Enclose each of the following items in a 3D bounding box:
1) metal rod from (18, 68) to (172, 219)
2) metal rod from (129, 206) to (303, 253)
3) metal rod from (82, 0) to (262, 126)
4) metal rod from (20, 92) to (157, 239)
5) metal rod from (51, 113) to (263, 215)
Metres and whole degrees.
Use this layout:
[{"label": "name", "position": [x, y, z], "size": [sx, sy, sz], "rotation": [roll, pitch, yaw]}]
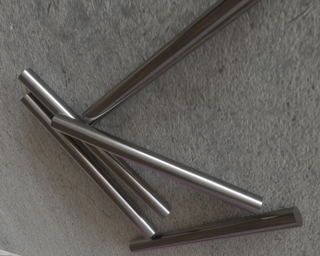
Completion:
[{"label": "metal rod", "position": [-0.096, 0.026, 0.471], "size": [0.300, 0.025, 0.025], "rotation": [45, 129, -4]}, {"label": "metal rod", "position": [0.062, 0.162, 0.472], "size": [0.299, 0.025, 0.025], "rotation": [-25, 105, 36]}, {"label": "metal rod", "position": [0.000, -0.075, 0.358], "size": [0.299, 0.025, 0.025], "rotation": [-31, 101, 37]}, {"label": "metal rod", "position": [-0.111, 0.064, 0.502], "size": [0.025, 0.025, 0.300], "rotation": [-35, 100, 38]}, {"label": "metal rod", "position": [-0.010, 0.045, 0.422], "size": [0.301, 0.025, 0.025], "rotation": [22, 127, 8]}]
